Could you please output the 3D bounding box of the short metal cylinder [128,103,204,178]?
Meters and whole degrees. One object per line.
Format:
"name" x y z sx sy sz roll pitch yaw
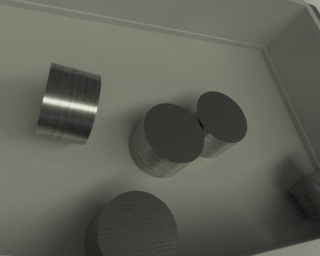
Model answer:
"short metal cylinder" 0.007 0.016 0.385 0.081 0.050 0.080 14 56 -21

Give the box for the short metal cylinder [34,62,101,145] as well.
"short metal cylinder" -0.100 -0.025 0.333 0.050 0.080 0.080 13 56 -22

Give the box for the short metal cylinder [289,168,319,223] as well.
"short metal cylinder" 0.236 0.091 0.445 0.081 0.080 0.050 -25 76 -37

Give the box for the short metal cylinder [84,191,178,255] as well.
"short metal cylinder" -0.029 0.109 0.309 0.081 0.050 0.080 14 56 -21

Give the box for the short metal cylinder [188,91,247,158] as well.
"short metal cylinder" 0.073 -0.004 0.434 0.081 0.050 0.080 14 56 -21
